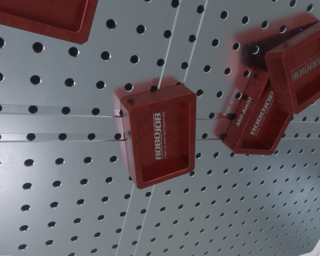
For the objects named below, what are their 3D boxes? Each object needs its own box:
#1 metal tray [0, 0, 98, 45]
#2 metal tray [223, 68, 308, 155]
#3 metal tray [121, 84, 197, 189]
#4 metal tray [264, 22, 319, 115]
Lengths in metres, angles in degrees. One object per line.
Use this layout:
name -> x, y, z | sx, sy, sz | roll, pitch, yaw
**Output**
metal tray -> -0.118, -0.132, 0.261 | 0.131, 0.030, 0.089 | 7, 115, -32
metal tray -> 0.163, -0.021, 0.482 | 0.091, 0.030, 0.129 | 5, 116, -31
metal tray -> 0.001, 0.013, 0.416 | 0.091, 0.030, 0.129 | -16, 125, -20
metal tray -> 0.212, -0.088, 0.438 | 0.131, 0.030, 0.090 | -32, 114, -21
